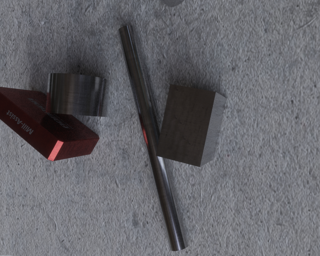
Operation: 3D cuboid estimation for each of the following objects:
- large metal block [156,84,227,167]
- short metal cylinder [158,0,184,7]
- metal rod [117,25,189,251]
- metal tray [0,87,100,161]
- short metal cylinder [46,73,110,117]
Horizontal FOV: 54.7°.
[{"bbox_3d":[0.040,-0.004,0.365,0.050,0.080,0.079,13,94,19],"label":"large metal block"},{"bbox_3d":[0.011,-0.197,0.376,0.050,0.080,0.080,38,102,16],"label":"short metal cylinder"},{"bbox_3d":[-0.011,0.010,0.412,0.025,0.025,0.298,-15,85,19],"label":"metal rod"},{"bbox_3d":[-0.160,-0.008,0.430,0.130,0.090,0.030,35,103,16],"label":"metal tray"},{"bbox_3d":[-0.110,-0.043,0.419,0.080,0.080,0.050,5,92,20],"label":"short metal cylinder"}]
